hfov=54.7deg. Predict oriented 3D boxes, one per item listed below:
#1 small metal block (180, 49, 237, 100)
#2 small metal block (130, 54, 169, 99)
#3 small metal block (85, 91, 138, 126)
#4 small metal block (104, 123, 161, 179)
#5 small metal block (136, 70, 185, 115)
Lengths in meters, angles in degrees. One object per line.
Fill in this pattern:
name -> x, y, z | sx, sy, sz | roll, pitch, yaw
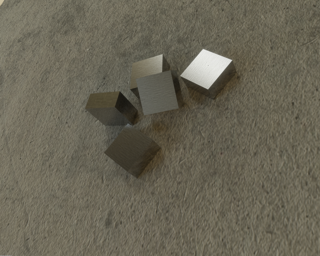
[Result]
small metal block -> 0.065, -0.072, 0.414 | 0.050, 0.025, 0.050 | 34, 81, 38
small metal block -> -0.014, -0.076, 0.458 | 0.050, 0.025, 0.050 | -12, 57, 21
small metal block -> -0.068, -0.026, 0.440 | 0.050, 0.050, 0.025 | -1, 61, 27
small metal block -> -0.036, 0.029, 0.405 | 0.050, 0.025, 0.050 | 31, 79, 38
small metal block -> 0.000, -0.047, 0.416 | 0.050, 0.025, 0.050 | -10, 96, 22
